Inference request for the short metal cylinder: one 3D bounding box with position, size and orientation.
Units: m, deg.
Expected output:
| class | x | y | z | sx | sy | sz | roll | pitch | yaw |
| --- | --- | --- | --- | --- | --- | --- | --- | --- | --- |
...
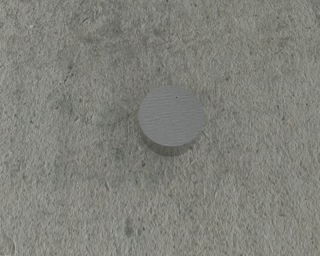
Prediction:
| class | x | y | z | sx | sy | sz | roll | pitch | yaw |
| --- | --- | --- | --- | --- | --- | --- | --- | --- | --- |
| short metal cylinder | 0.014 | -0.008 | 0.399 | 0.081 | 0.050 | 0.080 | 0 | 70 | 0 |
